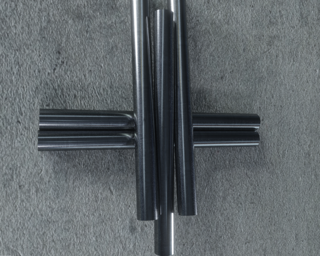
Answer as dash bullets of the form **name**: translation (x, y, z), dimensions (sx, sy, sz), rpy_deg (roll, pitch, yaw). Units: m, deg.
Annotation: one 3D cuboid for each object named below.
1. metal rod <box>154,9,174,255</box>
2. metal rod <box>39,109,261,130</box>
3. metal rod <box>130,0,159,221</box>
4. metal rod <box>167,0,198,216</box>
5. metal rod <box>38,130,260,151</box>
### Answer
- **metal rod**: translation (0.005, 0.006, 0.386), dimensions (0.025, 0.025, 0.298), rpy_deg (0, 90, -20)
- **metal rod**: translation (0.002, -0.010, 0.413), dimensions (0.303, 0.025, 0.025), rpy_deg (0, 90, -21)
- **metal rod**: translation (-0.021, -0.042, 0.381), dimensions (0.025, 0.025, 0.298), rpy_deg (0, 82, -20)
- **metal rod**: translation (0.028, -0.042, 0.399), dimensions (0.025, 0.025, 0.298), rpy_deg (0, 82, -20)
- **metal rod**: translation (0.000, 0.015, 0.412), dimensions (0.303, 0.025, 0.025), rpy_deg (0, 90, -21)
